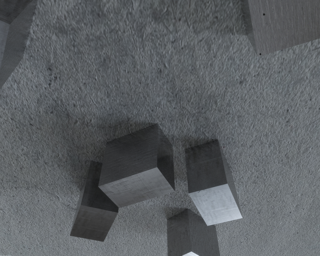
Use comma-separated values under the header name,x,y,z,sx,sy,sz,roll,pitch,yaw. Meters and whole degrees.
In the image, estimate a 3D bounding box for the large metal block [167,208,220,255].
name,x,y,z,sx,sy,sz,roll,pitch,yaw
large metal block,0.059,0.202,0.543,0.050,0.080,0.080,-36,122,26

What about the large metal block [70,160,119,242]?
name,x,y,z,sx,sy,sz,roll,pitch,yaw
large metal block,-0.094,0.109,0.463,0.050,0.080,0.079,16,128,-13

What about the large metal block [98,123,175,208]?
name,x,y,z,sx,sy,sz,roll,pitch,yaw
large metal block,-0.028,0.050,0.413,0.080,0.080,0.050,-20,127,16

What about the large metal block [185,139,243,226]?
name,x,y,z,sx,sy,sz,roll,pitch,yaw
large metal block,0.075,0.077,0.437,0.050,0.080,0.080,-18,128,14

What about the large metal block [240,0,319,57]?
name,x,y,z,sx,sy,sz,roll,pitch,yaw
large metal block,0.119,-0.124,0.286,0.080,0.050,0.080,-15,129,12

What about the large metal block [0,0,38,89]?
name,x,y,z,sx,sy,sz,roll,pitch,yaw
large metal block,-0.161,-0.090,0.293,0.050,0.080,0.080,22,127,-17
